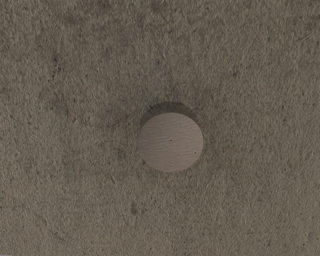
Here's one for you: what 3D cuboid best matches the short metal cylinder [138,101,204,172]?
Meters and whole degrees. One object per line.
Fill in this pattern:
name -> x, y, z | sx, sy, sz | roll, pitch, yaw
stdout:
short metal cylinder -> 0.013, 0.010, 0.402 | 0.081, 0.050, 0.079 | 0, 110, -1
